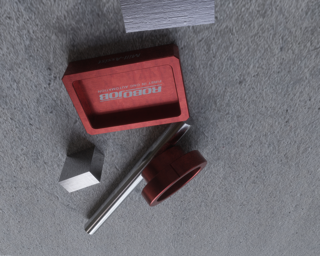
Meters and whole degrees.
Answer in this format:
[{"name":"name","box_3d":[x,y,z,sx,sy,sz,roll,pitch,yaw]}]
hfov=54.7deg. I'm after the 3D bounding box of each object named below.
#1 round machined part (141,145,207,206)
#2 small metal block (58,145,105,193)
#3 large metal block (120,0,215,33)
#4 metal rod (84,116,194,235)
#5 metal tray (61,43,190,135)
[{"name":"round machined part","box_3d":[0.014,0.061,0.425,0.098,0.042,0.098,-35,162,-13]},{"name":"small metal block","box_3d":[-0.110,0.058,0.439,0.050,0.050,0.025,-20,127,16]},{"name":"large metal block","box_3d":[0.004,-0.137,0.274,0.080,0.050,0.080,-5,130,4]},{"name":"metal rod","box_3d":[-0.046,0.084,0.478,0.025,0.025,0.298,25,126,-20]},{"name":"metal tray","box_3d":[-0.036,-0.042,0.367,0.131,0.030,0.090,-9,130,7]}]
